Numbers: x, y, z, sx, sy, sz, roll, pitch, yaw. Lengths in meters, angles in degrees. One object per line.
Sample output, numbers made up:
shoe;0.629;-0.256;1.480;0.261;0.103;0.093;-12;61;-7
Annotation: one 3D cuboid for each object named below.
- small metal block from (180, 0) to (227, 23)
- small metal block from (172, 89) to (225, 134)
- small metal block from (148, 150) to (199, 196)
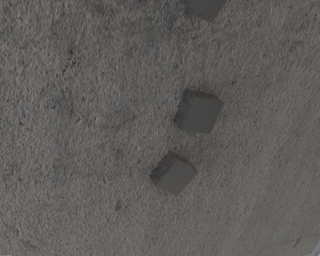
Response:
small metal block;0.045;-0.144;0.310;0.050;0.025;0.050;27;104;-38
small metal block;0.052;-0.021;0.422;0.050;0.025;0.050;7;115;-32
small metal block;0.020;0.068;0.460;0.050;0.025;0.050;33;100;-38
